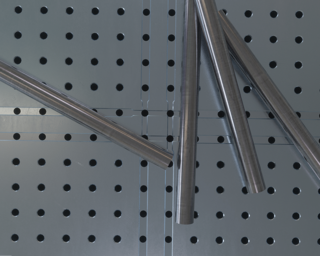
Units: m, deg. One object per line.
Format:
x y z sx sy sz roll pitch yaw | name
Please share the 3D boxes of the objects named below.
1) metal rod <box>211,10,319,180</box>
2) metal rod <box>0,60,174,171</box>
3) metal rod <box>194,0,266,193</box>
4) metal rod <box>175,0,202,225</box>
0.160 -0.028 0.414 0.025 0.025 0.299 -36 90 0 | metal rod
-0.120 -0.026 0.412 0.301 0.025 0.025 29 90 0 | metal rod
0.086 -0.060 0.400 0.025 0.025 0.299 -17 96 0 | metal rod
0.039 -0.024 0.413 0.025 0.025 0.298 2 90 0 | metal rod
